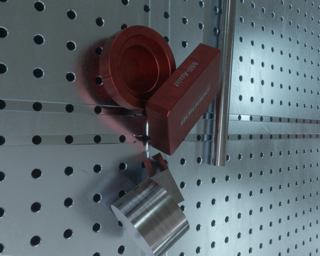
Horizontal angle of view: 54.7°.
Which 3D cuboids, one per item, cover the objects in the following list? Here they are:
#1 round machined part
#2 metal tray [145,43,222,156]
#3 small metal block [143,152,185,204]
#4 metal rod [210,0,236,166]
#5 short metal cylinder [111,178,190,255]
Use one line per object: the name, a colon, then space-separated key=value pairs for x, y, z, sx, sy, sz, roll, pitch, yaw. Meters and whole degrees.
round machined part: x=-0.030 y=-0.070 z=0.374 sx=0.099 sy=0.042 sz=0.097 roll=0 pitch=90 yaw=-40
metal tray: x=0.034 y=-0.038 z=0.406 sx=0.130 sy=0.030 sz=0.090 roll=-51 pitch=154 yaw=-29
small metal block: x=0.004 y=0.066 z=0.395 sx=0.025 sy=0.050 sz=0.050 roll=-27 pitch=111 yaw=-2
metal rod: x=0.103 y=-0.089 z=0.497 sx=0.025 sy=0.025 sz=0.298 roll=8 pitch=85 yaw=-40
short metal cylinder: x=-0.012 y=0.105 z=0.361 sx=0.050 sy=0.080 sz=0.080 roll=-37 pitch=114 yaw=-23
